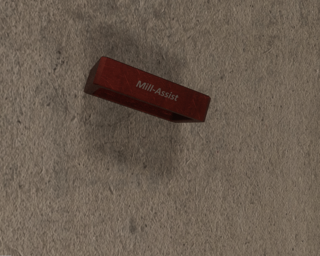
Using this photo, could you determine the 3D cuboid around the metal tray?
[{"bbox_3d":[-0.018,-0.040,0.368,0.131,0.090,0.030,18,84,-20],"label":"metal tray"}]
